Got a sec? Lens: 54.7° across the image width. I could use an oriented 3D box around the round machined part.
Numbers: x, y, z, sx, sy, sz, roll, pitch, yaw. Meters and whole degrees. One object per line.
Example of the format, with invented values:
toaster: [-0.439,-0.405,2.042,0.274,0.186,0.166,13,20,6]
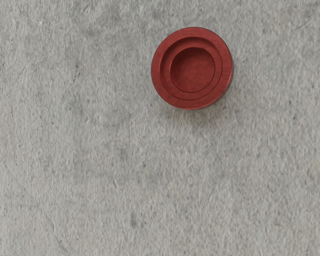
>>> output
round machined part: [0.042,-0.071,0.385,0.098,0.042,0.097,0,90,19]
